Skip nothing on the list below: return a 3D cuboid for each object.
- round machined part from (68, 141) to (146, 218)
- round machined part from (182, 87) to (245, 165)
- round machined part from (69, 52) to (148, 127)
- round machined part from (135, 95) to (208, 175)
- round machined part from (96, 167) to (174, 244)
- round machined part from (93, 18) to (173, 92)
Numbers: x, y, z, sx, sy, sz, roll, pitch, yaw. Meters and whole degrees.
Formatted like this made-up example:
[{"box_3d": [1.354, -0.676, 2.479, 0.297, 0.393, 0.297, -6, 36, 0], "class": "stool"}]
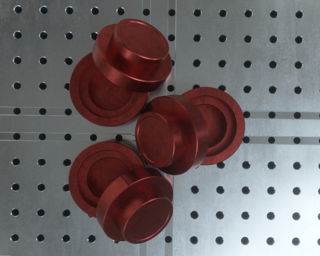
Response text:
[{"box_3d": [-0.064, 0.065, 0.404, 0.099, 0.042, 0.097, 0, 90, 0], "class": "round machined part"}, {"box_3d": [0.057, -0.003, 0.405, 0.099, 0.042, 0.097, 0, 90, 0], "class": "round machined part"}, {"box_3d": [-0.063, -0.050, 0.403, 0.099, 0.042, 0.097, 0, 90, 0], "class": "round machined part"}, {"box_3d": [0.007, 0.010, 0.375, 0.042, 0.098, 0.098, -14, 90, -42], "class": "round machined part"}, {"box_3d": [-0.023, 0.100, 0.376, 0.099, 0.042, 0.097, -20, 128, -27], "class": "round machined part"}, {"box_3d": [-0.028, -0.094, 0.377, 0.099, 0.042, 0.098, 16, 49, -20], "class": "round machined part"}]
